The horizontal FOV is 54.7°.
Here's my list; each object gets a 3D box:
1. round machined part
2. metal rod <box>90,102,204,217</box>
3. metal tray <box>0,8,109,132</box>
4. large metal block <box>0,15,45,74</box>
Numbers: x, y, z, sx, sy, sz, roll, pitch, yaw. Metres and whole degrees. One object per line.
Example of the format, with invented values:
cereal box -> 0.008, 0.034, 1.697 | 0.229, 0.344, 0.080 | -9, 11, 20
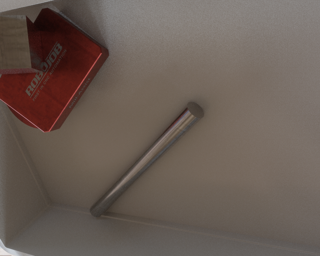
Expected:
round machined part -> -0.182, -0.051, 0.459 | 0.098, 0.042, 0.097 | 13, 124, 20
metal rod -> -0.036, 0.064, 0.465 | 0.025, 0.025, 0.298 | 42, 129, -1
metal tray -> -0.138, -0.071, 0.395 | 0.090, 0.030, 0.130 | 37, 101, 1
large metal block -> -0.174, -0.085, 0.329 | 0.081, 0.080, 0.050 | -5, 98, -11
